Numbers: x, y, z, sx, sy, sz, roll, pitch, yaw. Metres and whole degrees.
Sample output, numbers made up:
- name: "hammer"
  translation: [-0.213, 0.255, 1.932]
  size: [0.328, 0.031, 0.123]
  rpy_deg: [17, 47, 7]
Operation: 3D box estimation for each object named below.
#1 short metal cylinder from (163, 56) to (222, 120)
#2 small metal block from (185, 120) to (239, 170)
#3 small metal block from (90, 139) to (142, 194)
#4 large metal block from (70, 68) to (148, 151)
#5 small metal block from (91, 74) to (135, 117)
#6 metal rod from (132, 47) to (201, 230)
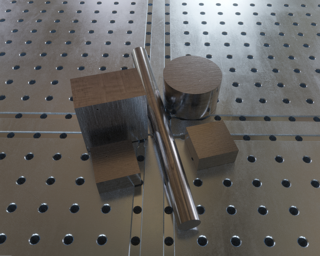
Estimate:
- name: "short metal cylinder"
  translation: [0.044, -0.058, 0.440]
  size: [0.081, 0.050, 0.080]
  rpy_deg: [0, 50, 0]
- name: "small metal block"
  translation: [0.064, 0.021, 0.391]
  size: [0.050, 0.025, 0.050]
  rpy_deg: [-11, 51, -10]
- name: "small metal block"
  translation: [-0.053, 0.045, 0.369]
  size: [0.050, 0.025, 0.050]
  rpy_deg: [-12, 51, -10]
- name: "large metal block"
  translation: [-0.061, -0.022, 0.388]
  size: [0.081, 0.080, 0.050]
  rpy_deg: [-12, 51, -10]
- name: "small metal block"
  translation: [-0.068, -0.048, 0.447]
  size: [0.050, 0.025, 0.050]
  rpy_deg: [-13, 51, -12]
- name: "metal rod"
  translation: [-0.002, -0.011, 0.416]
  size: [0.025, 0.025, 0.300]
  rpy_deg: [-9, 51, -8]
